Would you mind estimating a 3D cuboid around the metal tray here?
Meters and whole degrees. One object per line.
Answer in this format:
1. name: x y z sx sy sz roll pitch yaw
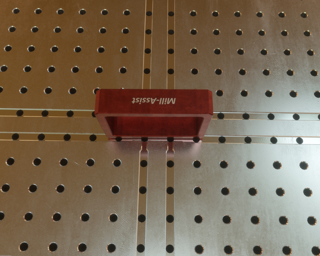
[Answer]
1. metal tray: -0.006 -0.015 0.382 0.131 0.090 0.030 0 70 0
